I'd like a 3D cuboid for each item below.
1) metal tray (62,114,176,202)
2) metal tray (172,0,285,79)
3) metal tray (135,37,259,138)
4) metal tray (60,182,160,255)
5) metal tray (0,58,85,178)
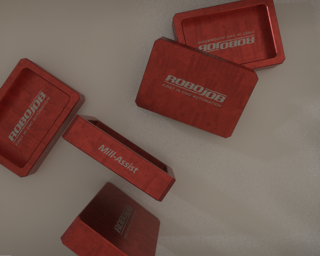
[{"bbox_3d":[-0.045,0.033,0.378,0.130,0.090,0.030,34,90,-1],"label":"metal tray"},{"bbox_3d":[0.088,-0.114,0.409,0.131,0.030,0.089,-12,90,-1],"label":"metal tray"},{"bbox_3d":[0.044,-0.051,0.393,0.131,0.030,0.089,20,113,-1],"label":"metal tray"},{"bbox_3d":[-0.048,0.117,0.357,0.090,0.130,0.030,38,97,0],"label":"metal tray"},{"bbox_3d":[-0.173,-0.013,0.406,0.090,0.030,0.130,34,90,-1],"label":"metal tray"}]
